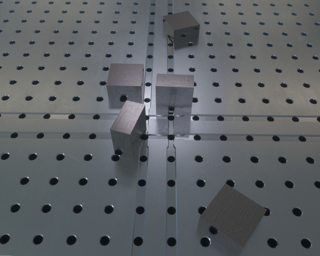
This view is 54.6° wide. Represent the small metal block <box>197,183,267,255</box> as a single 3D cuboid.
[{"bbox_3d":[0.076,0.096,0.328,0.050,0.025,0.050,32,57,24],"label":"small metal block"}]

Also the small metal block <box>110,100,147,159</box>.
[{"bbox_3d":[-0.038,0.002,0.390,0.025,0.050,0.050,14,52,12],"label":"small metal block"}]

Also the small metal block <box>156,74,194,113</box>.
[{"bbox_3d":[0.020,-0.047,0.432,0.050,0.050,0.025,3,50,2],"label":"small metal block"}]

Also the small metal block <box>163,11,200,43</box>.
[{"bbox_3d":[0.038,-0.185,0.563,0.050,0.025,0.050,-17,52,-14],"label":"small metal block"}]

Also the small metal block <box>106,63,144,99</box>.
[{"bbox_3d":[-0.051,-0.071,0.468,0.050,0.025,0.050,1,50,1],"label":"small metal block"}]
